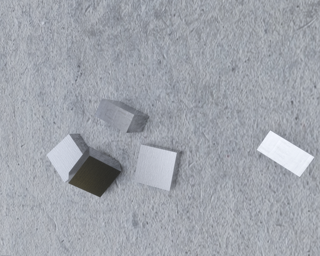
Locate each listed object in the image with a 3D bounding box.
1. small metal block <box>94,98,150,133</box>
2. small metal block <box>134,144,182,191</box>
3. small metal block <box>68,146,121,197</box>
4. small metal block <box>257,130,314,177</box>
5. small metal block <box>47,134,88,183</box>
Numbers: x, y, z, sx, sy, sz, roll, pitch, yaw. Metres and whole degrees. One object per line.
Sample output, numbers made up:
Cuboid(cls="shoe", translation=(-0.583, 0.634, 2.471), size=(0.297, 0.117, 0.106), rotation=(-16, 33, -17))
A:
Cuboid(cls="small metal block", translation=(-0.049, -0.016, 0.413), size=(0.050, 0.050, 0.025), rotation=(27, 99, 18))
Cuboid(cls="small metal block", translation=(-0.002, 0.051, 0.410), size=(0.050, 0.025, 0.050), rotation=(12, 94, 19))
Cuboid(cls="small metal block", translation=(-0.090, 0.061, 0.426), size=(0.050, 0.025, 0.050), rotation=(33, 104, -26))
Cuboid(cls="small metal block", translation=(0.139, 0.026, 0.347), size=(0.050, 0.050, 0.025), rotation=(34, 101, 16))
Cuboid(cls="small metal block", translation=(-0.129, 0.043, 0.455), size=(0.050, 0.025, 0.050), rotation=(-40, 77, 15))
